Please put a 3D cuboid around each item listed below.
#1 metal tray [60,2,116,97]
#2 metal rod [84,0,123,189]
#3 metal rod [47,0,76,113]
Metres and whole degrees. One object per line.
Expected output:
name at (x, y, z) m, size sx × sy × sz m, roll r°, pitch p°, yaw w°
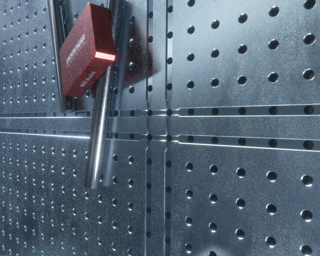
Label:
metal tray at (-0.116, -0.114, 0.477) m, size 0.129 × 0.030 × 0.090 m, roll -32°, pitch 62°, yaw 48°
metal rod at (-0.089, -0.052, 0.482) m, size 0.025 × 0.025 × 0.298 m, roll 14°, pitch 99°, yaw 39°
metal rod at (-0.185, -0.175, 0.561) m, size 0.025 × 0.025 × 0.298 m, roll -16°, pitch 80°, yaw 39°
